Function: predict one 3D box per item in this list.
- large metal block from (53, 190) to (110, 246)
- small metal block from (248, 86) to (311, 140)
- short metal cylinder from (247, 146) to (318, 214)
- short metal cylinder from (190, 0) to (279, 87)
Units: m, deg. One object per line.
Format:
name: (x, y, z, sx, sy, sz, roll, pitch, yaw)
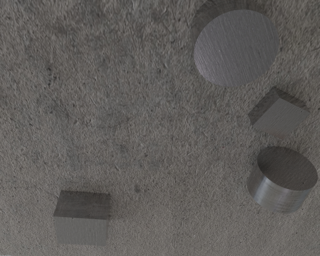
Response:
large metal block: (-0.128, 0.152, 0.519, 0.081, 0.050, 0.079, 5, 130, -5)
small metal block: (0.150, -0.018, 0.394, 0.050, 0.025, 0.050, 22, 127, -18)
short metal cylinder: (0.169, 0.071, 0.434, 0.081, 0.080, 0.050, 4, 130, -4)
short metal cylinder: (0.073, -0.089, 0.316, 0.081, 0.050, 0.079, 0, 130, 0)
